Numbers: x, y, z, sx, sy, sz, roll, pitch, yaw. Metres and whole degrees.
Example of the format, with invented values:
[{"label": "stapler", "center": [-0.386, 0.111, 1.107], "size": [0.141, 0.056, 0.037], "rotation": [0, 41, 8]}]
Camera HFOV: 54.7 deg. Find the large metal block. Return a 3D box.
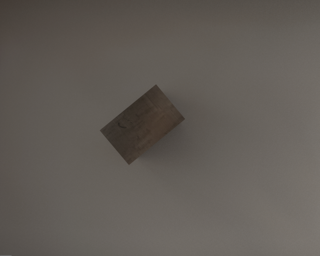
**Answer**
[{"label": "large metal block", "center": [-0.019, -0.004, 0.381], "size": [0.080, 0.080, 0.050], "rotation": [-40, 90, 0]}]
